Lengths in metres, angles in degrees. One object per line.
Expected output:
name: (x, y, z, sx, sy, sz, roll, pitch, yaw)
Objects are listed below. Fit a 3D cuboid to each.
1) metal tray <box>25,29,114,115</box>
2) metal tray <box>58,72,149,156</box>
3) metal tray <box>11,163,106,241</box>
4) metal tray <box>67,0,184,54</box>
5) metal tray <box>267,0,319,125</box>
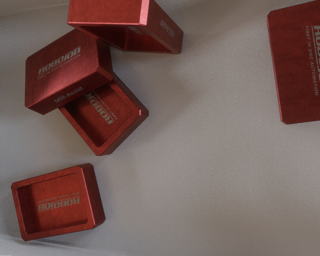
metal tray: (-0.130, -0.083, 0.432, 0.130, 0.030, 0.090, -22, 61, 21)
metal tray: (-0.090, -0.036, 0.438, 0.090, 0.030, 0.130, -45, 77, 14)
metal tray: (-0.153, 0.110, 0.459, 0.130, 0.030, 0.090, -16, 85, 18)
metal tray: (-0.033, -0.118, 0.366, 0.090, 0.130, 0.030, 8, 93, 19)
metal tray: (0.175, -0.073, 0.346, 0.090, 0.030, 0.129, -8, 87, 19)
